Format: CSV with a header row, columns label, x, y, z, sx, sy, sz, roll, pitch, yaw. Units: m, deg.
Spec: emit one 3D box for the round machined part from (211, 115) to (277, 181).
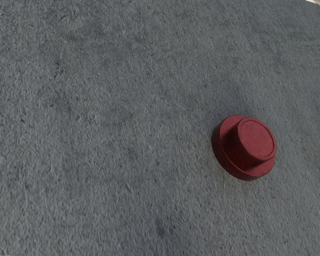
label,x,y,z,sx,sy,sz,roll,pitch,yaw
round machined part,0.127,0.023,0.447,0.099,0.042,0.098,14,56,-21
